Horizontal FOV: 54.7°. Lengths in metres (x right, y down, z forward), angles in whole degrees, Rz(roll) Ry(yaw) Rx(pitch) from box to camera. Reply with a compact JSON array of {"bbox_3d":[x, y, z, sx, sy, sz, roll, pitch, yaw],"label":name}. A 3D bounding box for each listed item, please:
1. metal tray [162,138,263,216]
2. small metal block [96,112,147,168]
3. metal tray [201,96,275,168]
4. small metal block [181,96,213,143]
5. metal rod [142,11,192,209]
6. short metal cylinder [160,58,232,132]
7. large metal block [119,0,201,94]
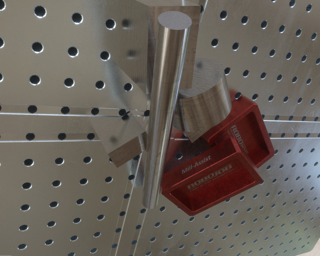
[{"bbox_3d":[0.076,0.078,0.468,0.130,0.030,0.090,-31,129,16],"label":"metal tray"},{"bbox_3d":[-0.044,0.013,0.379,0.050,0.050,0.025,-31,129,-8],"label":"small metal block"},{"bbox_3d":[0.125,0.024,0.490,0.090,0.030,0.130,-38,129,-3],"label":"metal tray"},{"bbox_3d":[0.044,-0.016,0.409,0.050,0.050,0.025,-39,130,-2],"label":"small metal block"},{"bbox_3d":[-0.002,0.014,0.343,0.025,0.025,0.298,-17,145,-19],"label":"metal rod"},{"bbox_3d":[0.042,-0.041,0.373,0.080,0.080,0.050,-30,129,-9],"label":"short metal cylinder"},{"bbox_3d":[-0.005,-0.090,0.317,0.050,0.080,0.079,-10,123,-23],"label":"large metal block"}]
